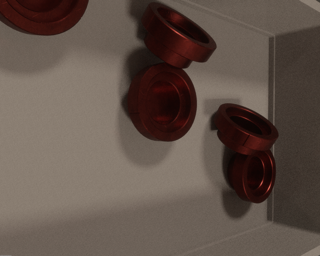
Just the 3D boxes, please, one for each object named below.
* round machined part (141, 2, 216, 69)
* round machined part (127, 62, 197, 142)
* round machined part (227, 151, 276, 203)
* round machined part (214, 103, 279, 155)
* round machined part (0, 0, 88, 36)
[{"bbox_3d":[0.019,-0.112,0.391,0.099,0.042,0.098,25,32,-17],"label":"round machined part"},{"bbox_3d":[-0.002,-0.032,0.396,0.099,0.042,0.097,0,90,-40],"label":"round machined part"},{"bbox_3d":[0.152,0.075,0.527,0.099,0.042,0.097,0,90,-40],"label":"round machined part"},{"bbox_3d":[0.129,0.005,0.483,0.099,0.098,0.042,-6,130,-40],"label":"round machined part"},{"bbox_3d":[-0.119,-0.137,0.287,0.099,0.042,0.097,-17,115,-41],"label":"round machined part"}]
